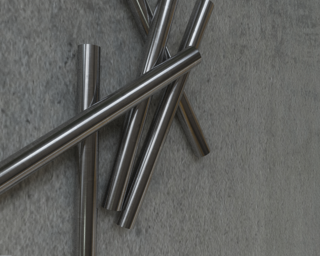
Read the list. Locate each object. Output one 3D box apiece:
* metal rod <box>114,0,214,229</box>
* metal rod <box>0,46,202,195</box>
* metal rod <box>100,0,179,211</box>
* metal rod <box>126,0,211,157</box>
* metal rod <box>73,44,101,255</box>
[{"bbox_3d":[0.008,-0.023,0.388,0.025,0.025,0.299,25,82,-38],"label":"metal rod"},{"bbox_3d":[-0.072,-0.005,0.310,0.302,0.025,0.025,-36,113,-23],"label":"metal rod"},{"bbox_3d":[-0.018,-0.052,0.368,0.025,0.025,0.298,18,85,-39],"label":"metal rod"},{"bbox_3d":[0.003,-0.090,0.409,0.025,0.025,0.299,-39,114,-33],"label":"metal rod"},{"bbox_3d":[-0.080,0.060,0.338,0.025,0.025,0.298,2,89,-40],"label":"metal rod"}]
